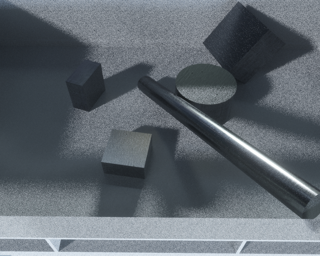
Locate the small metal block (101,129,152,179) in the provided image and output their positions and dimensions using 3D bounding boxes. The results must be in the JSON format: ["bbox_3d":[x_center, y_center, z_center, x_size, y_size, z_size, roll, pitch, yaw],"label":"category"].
[{"bbox_3d":[-0.039,0.031,0.378,0.050,0.025,0.050,7,50,5],"label":"small metal block"}]

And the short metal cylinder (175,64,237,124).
[{"bbox_3d":[0.061,-0.044,0.426,0.081,0.050,0.080,0,50,0],"label":"short metal cylinder"}]

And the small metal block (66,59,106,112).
[{"bbox_3d":[-0.103,-0.060,0.438,0.025,0.050,0.050,17,52,13],"label":"small metal block"}]

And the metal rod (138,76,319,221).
[{"bbox_3d":[0.045,-0.004,0.343,0.025,0.025,0.300,-22,33,-18],"label":"metal rod"}]

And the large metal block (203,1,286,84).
[{"bbox_3d":[0.125,-0.129,0.470,0.050,0.080,0.080,16,36,-43],"label":"large metal block"}]
